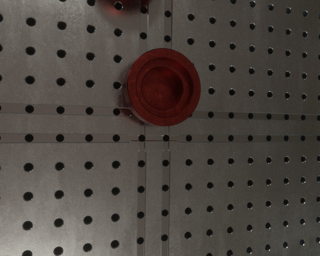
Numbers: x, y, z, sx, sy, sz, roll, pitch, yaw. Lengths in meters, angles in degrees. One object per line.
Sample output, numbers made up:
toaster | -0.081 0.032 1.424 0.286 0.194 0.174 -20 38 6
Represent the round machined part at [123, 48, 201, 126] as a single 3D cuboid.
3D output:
round machined part | 0.000 -0.051 0.405 0.099 0.042 0.097 0 90 -21
